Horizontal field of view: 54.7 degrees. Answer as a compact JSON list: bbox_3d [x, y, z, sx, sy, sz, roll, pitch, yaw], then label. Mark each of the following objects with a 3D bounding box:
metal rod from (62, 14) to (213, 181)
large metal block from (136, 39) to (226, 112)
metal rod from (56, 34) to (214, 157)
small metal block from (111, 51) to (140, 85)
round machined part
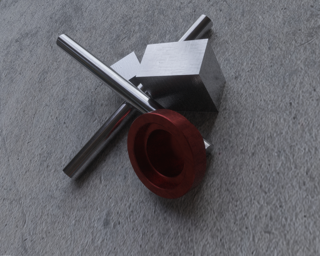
[{"bbox_3d":[-0.028,-0.048,0.446,0.300,0.025,0.025,-49,52,-7],"label":"metal rod"},{"bbox_3d":[0.029,-0.062,0.390,0.080,0.080,0.050,3,63,29],"label":"large metal block"},{"bbox_3d":[-0.050,-0.055,0.426,0.300,0.025,0.025,39,84,27],"label":"metal rod"},{"bbox_3d":[-0.049,-0.083,0.479,0.050,0.025,0.050,-31,52,7],"label":"small metal block"},{"bbox_3d":[0.012,0.026,0.348,0.098,0.097,0.042,24,30,36],"label":"round machined part"}]
